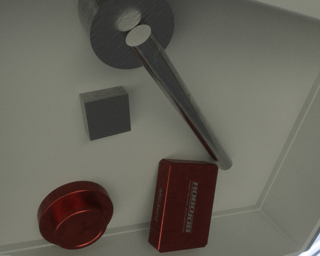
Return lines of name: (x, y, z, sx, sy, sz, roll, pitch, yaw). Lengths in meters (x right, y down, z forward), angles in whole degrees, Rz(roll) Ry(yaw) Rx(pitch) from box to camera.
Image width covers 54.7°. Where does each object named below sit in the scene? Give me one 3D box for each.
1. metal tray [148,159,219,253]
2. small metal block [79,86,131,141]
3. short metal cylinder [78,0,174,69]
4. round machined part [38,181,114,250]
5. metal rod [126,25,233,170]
metal tray: (0.036, 0.115, 0.467, 0.091, 0.030, 0.129, 7, 92, -32)
small metal block: (-0.064, -0.018, 0.364, 0.050, 0.025, 0.050, -15, 125, -21)
short metal cylinder: (-0.033, -0.104, 0.298, 0.081, 0.050, 0.080, -17, 141, -14)
round machined part: (-0.109, 0.123, 0.415, 0.099, 0.042, 0.097, -14, 125, -21)
metal rod: (0.044, -0.012, 0.388, 0.025, 0.025, 0.300, -42, 141, 0)
